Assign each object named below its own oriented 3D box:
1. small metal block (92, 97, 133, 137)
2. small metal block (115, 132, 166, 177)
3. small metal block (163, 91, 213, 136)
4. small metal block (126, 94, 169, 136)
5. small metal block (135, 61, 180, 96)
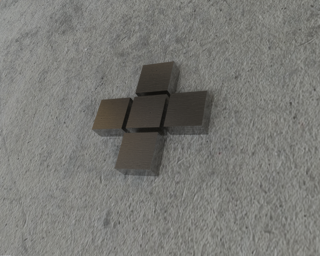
[{"bbox_3d":[-0.064,-0.015,0.446,0.050,0.025,0.050,-2,61,27],"label":"small metal block"},{"bbox_3d":[-0.024,0.034,0.396,0.050,0.025,0.050,-2,61,27],"label":"small metal block"},{"bbox_3d":[0.037,-0.018,0.396,0.050,0.025,0.050,-2,61,27],"label":"small metal block"},{"bbox_3d":[-0.013,-0.017,0.421,0.050,0.025,0.050,-2,61,27],"label":"small metal block"},{"bbox_3d":[-0.002,-0.066,0.446,0.050,0.025,0.050,-2,61,27],"label":"small metal block"}]
